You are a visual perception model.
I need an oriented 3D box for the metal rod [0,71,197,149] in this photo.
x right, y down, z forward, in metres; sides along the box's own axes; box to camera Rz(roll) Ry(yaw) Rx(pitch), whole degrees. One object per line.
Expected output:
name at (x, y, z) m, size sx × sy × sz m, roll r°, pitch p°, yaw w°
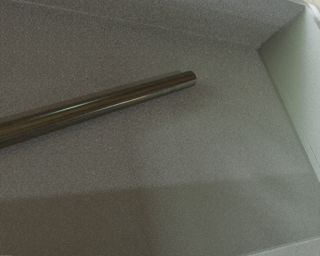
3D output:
metal rod at (-0.065, -0.031, 0.390) m, size 0.302 × 0.025 × 0.025 m, roll -22°, pitch 74°, yaw -36°
